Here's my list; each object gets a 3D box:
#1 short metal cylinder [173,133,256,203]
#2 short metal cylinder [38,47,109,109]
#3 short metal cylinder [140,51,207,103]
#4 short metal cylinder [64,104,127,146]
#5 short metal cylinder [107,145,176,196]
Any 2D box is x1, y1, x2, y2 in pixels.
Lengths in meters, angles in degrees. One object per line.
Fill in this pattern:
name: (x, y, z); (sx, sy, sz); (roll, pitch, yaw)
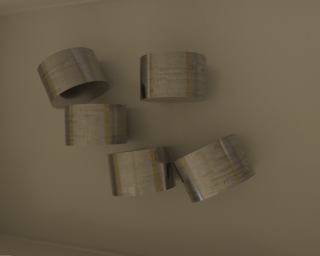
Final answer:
short metal cylinder: (0.062, 0.046, 0.359); (0.080, 0.080, 0.050); (-28, 81, 17)
short metal cylinder: (-0.117, -0.066, 0.421); (0.080, 0.080, 0.050); (-27, 81, 17)
short metal cylinder: (0.016, -0.059, 0.375); (0.080, 0.080, 0.050); (0, 90, 19)
short metal cylinder: (-0.084, -0.004, 0.410); (0.080, 0.080, 0.050); (-2, 90, 19)
short metal cylinder: (-0.023, 0.052, 0.389); (0.080, 0.080, 0.050); (-9, 87, 19)
